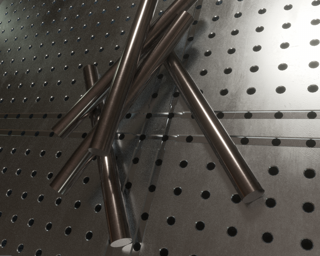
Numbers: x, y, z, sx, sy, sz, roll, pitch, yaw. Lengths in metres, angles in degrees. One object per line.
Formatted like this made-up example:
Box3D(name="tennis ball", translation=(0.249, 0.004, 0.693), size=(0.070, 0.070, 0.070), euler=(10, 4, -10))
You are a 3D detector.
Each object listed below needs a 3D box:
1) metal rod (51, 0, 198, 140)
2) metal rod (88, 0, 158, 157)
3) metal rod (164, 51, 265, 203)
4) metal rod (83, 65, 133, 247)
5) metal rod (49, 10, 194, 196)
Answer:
Box3D(name="metal rod", translation=(-0.045, -0.101, 0.458), size=(0.300, 0.025, 0.025), euler=(-48, 52, -6))
Box3D(name="metal rod", translation=(-0.038, -0.103, 0.423), size=(0.025, 0.025, 0.300), euler=(0, 61, 28))
Box3D(name="metal rod", translation=(0.045, -0.038, 0.406), size=(0.025, 0.025, 0.300), euler=(-31, 52, 8))
Box3D(name="metal rod", translation=(-0.081, 0.016, 0.439), size=(0.025, 0.025, 0.299), euler=(-27, 53, 11))
Box3D(name="metal rod", translation=(-0.045, -0.042, 0.422), size=(0.025, 0.025, 0.300), euler=(26, 75, 36))
